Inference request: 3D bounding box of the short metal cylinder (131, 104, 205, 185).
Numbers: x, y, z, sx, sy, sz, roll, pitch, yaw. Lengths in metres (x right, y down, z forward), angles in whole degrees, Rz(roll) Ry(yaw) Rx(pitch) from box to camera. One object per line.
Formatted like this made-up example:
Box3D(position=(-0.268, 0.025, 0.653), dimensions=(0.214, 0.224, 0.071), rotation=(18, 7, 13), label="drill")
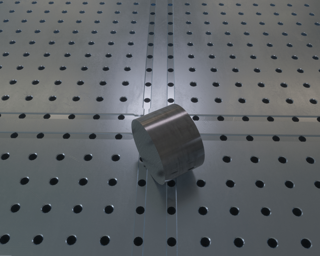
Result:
Box3D(position=(0.008, 0.018, 0.357), dimensions=(0.050, 0.080, 0.080), rotation=(-24, 54, -18), label="short metal cylinder")
